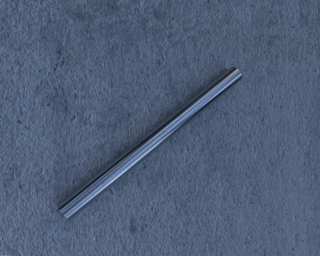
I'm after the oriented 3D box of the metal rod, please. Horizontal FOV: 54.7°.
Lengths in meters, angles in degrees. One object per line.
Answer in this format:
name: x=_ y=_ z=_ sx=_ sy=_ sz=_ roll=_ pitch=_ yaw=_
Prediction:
metal rod: x=-0.002 y=0.011 z=0.411 sx=0.301 sy=0.025 sz=0.025 roll=-39 pitch=103 yaw=-16
